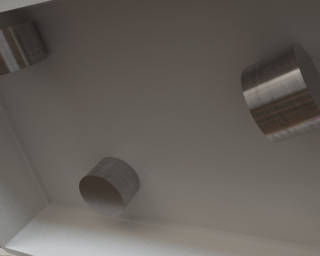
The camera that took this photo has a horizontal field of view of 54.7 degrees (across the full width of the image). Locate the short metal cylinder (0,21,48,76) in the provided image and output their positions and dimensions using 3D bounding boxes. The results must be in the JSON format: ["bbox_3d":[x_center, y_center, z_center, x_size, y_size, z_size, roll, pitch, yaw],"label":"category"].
[{"bbox_3d":[-0.198,-0.105,0.410,0.080,0.080,0.050,-3,117,29],"label":"short metal cylinder"}]

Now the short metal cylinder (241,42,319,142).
[{"bbox_3d":[0.120,-0.032,0.290,0.050,0.080,0.080,-26,105,37],"label":"short metal cylinder"}]

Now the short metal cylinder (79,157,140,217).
[{"bbox_3d":[-0.079,0.093,0.490,0.080,0.050,0.079,13,124,20],"label":"short metal cylinder"}]
